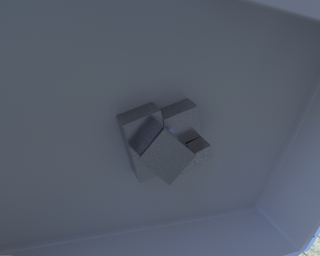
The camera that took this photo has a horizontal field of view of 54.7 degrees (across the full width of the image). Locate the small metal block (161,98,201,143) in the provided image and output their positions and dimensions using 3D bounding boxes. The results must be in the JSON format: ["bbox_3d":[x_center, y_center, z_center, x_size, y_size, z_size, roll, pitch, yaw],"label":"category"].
[{"bbox_3d":[0.025,-0.005,0.419,0.050,0.025,0.050,-23,127,-15],"label":"small metal block"}]

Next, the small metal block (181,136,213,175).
[{"bbox_3d":[0.038,0.031,0.432,0.050,0.050,0.025,-26,128,-14],"label":"small metal block"}]

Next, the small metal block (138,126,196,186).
[{"bbox_3d":[0.009,0.034,0.386,0.050,0.025,0.050,39,97,-5],"label":"small metal block"}]

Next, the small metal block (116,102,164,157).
[{"bbox_3d":[-0.023,0.001,0.397,0.050,0.025,0.050,-23,127,-15],"label":"small metal block"}]

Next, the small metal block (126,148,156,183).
[{"bbox_3d":[-0.014,0.041,0.426,0.050,0.025,0.050,-23,127,-15],"label":"small metal block"}]
